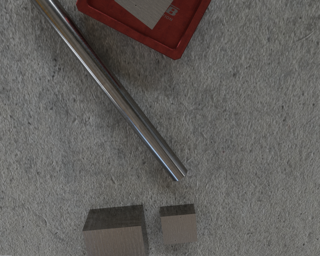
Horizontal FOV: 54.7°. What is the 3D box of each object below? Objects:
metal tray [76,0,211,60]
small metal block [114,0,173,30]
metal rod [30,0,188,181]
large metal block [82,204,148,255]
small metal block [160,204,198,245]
[{"bbox_3d":[-0.016,-0.147,0.352,0.131,0.030,0.089,25,108,-10],"label":"metal tray"},{"bbox_3d":[-0.014,-0.146,0.342,0.050,0.025,0.050,35,106,-13],"label":"small metal block"},{"bbox_3d":[-0.058,-0.048,0.391,0.025,0.025,0.300,-34,107,11],"label":"metal rod"},{"bbox_3d":[-0.062,0.165,0.456,0.080,0.050,0.079,-6,110,1],"label":"large metal block"},{"bbox_3d":[0.028,0.144,0.463,0.050,0.025,0.050,-6,110,1],"label":"small metal block"}]
